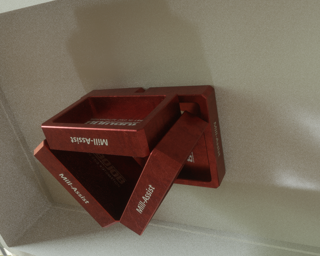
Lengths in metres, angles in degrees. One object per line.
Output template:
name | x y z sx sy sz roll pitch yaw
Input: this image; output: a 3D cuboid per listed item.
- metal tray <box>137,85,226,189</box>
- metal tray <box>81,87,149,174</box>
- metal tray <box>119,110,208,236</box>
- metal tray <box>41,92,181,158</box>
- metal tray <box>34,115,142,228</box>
metal tray | 0.029 0.012 0.396 0.090 0.030 0.129 1 118 28
metal tray | -0.052 0.010 0.439 0.090 0.030 0.129 1 118 28
metal tray | 0.003 0.052 0.355 0.030 0.090 0.129 31 129 8
metal tray | -0.053 -0.008 0.347 0.130 0.090 0.030 2 120 27
metal tray | -0.082 0.050 0.399 0.130 0.090 0.030 49 129 -7
